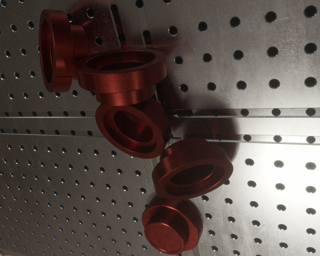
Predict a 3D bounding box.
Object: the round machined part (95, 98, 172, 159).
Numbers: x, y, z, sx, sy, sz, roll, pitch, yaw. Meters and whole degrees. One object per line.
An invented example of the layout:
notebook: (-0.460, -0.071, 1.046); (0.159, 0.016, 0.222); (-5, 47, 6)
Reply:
round machined part: (-0.030, -0.008, 0.399); (0.098, 0.042, 0.097); (18, 141, 16)

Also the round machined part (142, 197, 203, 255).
round machined part: (0.014, 0.161, 0.491); (0.098, 0.042, 0.097); (13, 124, 20)

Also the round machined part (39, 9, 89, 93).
round machined part: (-0.118, -0.093, 0.382); (0.098, 0.042, 0.097); (19, 112, 58)

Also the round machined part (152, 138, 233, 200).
round machined part: (0.037, 0.049, 0.388); (0.099, 0.042, 0.097); (-11, 143, -8)

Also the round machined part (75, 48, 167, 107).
round machined part: (-0.041, -0.057, 0.349); (0.098, 0.098, 0.042); (8, 121, 23)
